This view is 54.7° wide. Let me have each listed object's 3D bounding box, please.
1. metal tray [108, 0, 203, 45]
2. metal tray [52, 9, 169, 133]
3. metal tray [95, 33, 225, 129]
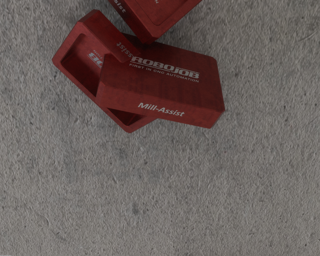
[{"bbox_3d":[-0.020,-0.166,0.322,0.090,0.030,0.130,-46,107,-18],"label":"metal tray"},{"bbox_3d":[-0.053,-0.058,0.359,0.130,0.030,0.090,44,142,-15],"label":"metal tray"},{"bbox_3d":[0.002,-0.054,0.341,0.131,0.090,0.030,11,140,-14],"label":"metal tray"}]
